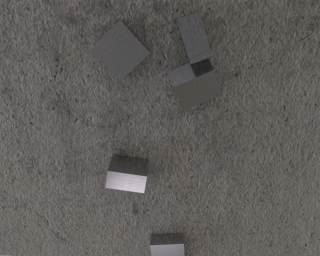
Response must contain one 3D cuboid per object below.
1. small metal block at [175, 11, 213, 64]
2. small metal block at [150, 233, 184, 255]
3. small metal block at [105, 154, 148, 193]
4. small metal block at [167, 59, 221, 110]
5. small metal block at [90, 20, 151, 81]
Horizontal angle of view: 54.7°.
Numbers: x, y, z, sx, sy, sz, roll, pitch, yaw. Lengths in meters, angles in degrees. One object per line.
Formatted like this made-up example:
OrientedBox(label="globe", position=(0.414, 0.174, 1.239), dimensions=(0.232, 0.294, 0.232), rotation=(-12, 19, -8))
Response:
OrientedBox(label="small metal block", position=(0.038, -0.105, 0.358), dimensions=(0.025, 0.050, 0.050), rotation=(-18, 109, 6))
OrientedBox(label="small metal block", position=(0.012, 0.192, 0.481), dimensions=(0.050, 0.025, 0.050), rotation=(-3, 110, 1))
OrientedBox(label="small metal block", position=(-0.043, 0.061, 0.418), dimensions=(0.050, 0.050, 0.025), rotation=(9, 110, -4))
OrientedBox(label="small metal block", position=(0.043, -0.054, 0.377), dimensions=(0.050, 0.025, 0.050), rotation=(-22, 146, 8))
OrientedBox(label="small metal block", position=(-0.047, -0.094, 0.375), dimensions=(0.050, 0.025, 0.050), rotation=(-41, 106, 13))
